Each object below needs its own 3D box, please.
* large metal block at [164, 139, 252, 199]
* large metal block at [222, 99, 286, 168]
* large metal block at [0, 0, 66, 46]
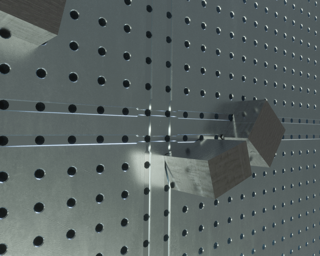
[{"bbox_3d":[0.066,0.052,0.427,0.081,0.080,0.050,-20,103,-38],"label":"large metal block"},{"bbox_3d":[0.161,0.009,0.526,0.080,0.050,0.080,47,62,-30],"label":"large metal block"},{"bbox_3d":[-0.132,-0.132,0.281,0.080,0.050,0.080,17,79,-39],"label":"large metal block"}]
